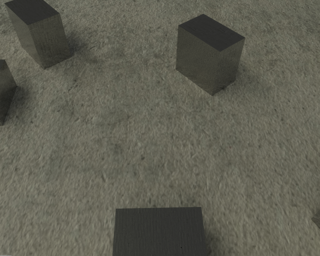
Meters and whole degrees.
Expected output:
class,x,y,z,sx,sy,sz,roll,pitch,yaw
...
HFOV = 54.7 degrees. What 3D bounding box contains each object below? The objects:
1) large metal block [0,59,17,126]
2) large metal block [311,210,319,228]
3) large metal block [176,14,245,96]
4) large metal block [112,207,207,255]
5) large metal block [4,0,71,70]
class,x,y,z,sx,sy,sz,roll,pitch,yaw
large metal block,-0.255,-0.048,0.424,0.081,0.050,0.080,-2,50,-2
large metal block,0.219,0.097,0.309,0.081,0.050,0.080,-22,54,-18
large metal block,0.071,-0.109,0.460,0.050,0.080,0.080,-33,58,-25
large metal block,0.000,0.122,0.285,0.081,0.050,0.080,-1,50,-1
large metal block,-0.193,-0.154,0.495,0.050,0.080,0.080,-33,58,-25
